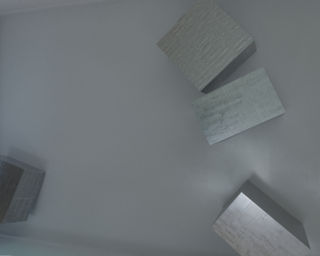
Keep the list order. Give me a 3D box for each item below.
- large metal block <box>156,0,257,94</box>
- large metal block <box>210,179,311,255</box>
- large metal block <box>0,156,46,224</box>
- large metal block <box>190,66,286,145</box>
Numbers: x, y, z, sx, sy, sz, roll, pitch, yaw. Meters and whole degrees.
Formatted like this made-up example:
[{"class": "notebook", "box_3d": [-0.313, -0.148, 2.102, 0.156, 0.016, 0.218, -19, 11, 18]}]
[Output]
[{"class": "large metal block", "box_3d": [0.057, -0.098, 0.377, 0.080, 0.050, 0.080, -44, 77, 14]}, {"class": "large metal block", "box_3d": [0.110, 0.108, 0.342, 0.080, 0.080, 0.050, 40, 103, 15]}, {"class": "large metal block", "box_3d": [-0.236, 0.090, 0.472, 0.080, 0.050, 0.080, 17, 83, 19]}, {"class": "large metal block", "box_3d": [0.090, -0.021, 0.349, 0.080, 0.080, 0.050, -26, 82, 18]}]
